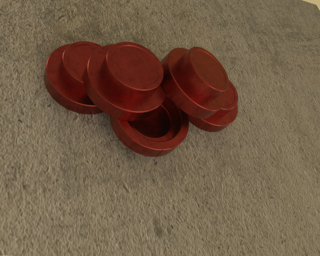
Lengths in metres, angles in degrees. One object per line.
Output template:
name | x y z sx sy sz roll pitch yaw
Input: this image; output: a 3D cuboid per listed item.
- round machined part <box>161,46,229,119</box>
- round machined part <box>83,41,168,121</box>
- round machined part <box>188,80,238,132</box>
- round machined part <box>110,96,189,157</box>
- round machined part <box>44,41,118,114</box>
round machined part | 0.049 -0.064 0.395 0.099 0.042 0.098 25 46 -29
round machined part | -0.035 -0.061 0.359 0.099 0.042 0.098 14 56 -21
round machined part | 0.077 -0.046 0.466 0.099 0.042 0.098 14 56 -21
round machined part | -0.016 -0.008 0.392 0.099 0.042 0.098 14 56 -21
round machined part | -0.091 -0.069 0.388 0.099 0.042 0.098 14 56 -21
